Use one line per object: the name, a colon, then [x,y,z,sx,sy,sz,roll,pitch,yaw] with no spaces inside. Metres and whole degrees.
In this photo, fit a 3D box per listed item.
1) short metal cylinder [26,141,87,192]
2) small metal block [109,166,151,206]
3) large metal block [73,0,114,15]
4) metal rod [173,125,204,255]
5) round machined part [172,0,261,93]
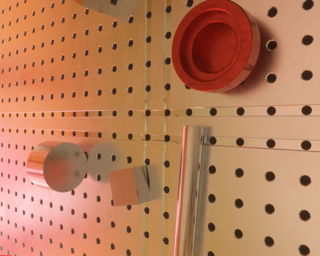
short metal cylinder: [-0.168,0.062,0.509,0.050,0.081,0.079,1,91,40]
small metal block: [-0.044,0.083,0.443,0.050,0.025,0.050,-16,80,38]
large metal block: [-0.107,-0.234,0.479,0.080,0.050,0.079,40,114,32]
metal rod: [0.030,0.146,0.383,0.025,0.025,0.298,7,94,39]
round machined part: [0.064,-0.087,0.344,0.098,0.042,0.097,0,90,39]
